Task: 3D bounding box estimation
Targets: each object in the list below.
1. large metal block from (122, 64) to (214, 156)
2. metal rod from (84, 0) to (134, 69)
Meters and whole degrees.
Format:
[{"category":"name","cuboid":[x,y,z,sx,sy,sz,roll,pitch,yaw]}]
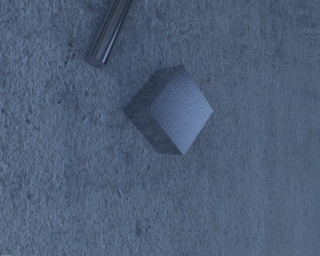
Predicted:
[{"category":"large metal block","cuboid":[0.013,-0.022,0.401,0.080,0.050,0.080,52,60,-28]},{"category":"metal rod","cuboid":[-0.024,-0.209,0.385,0.025,0.025,0.299,31,71,-36]}]
